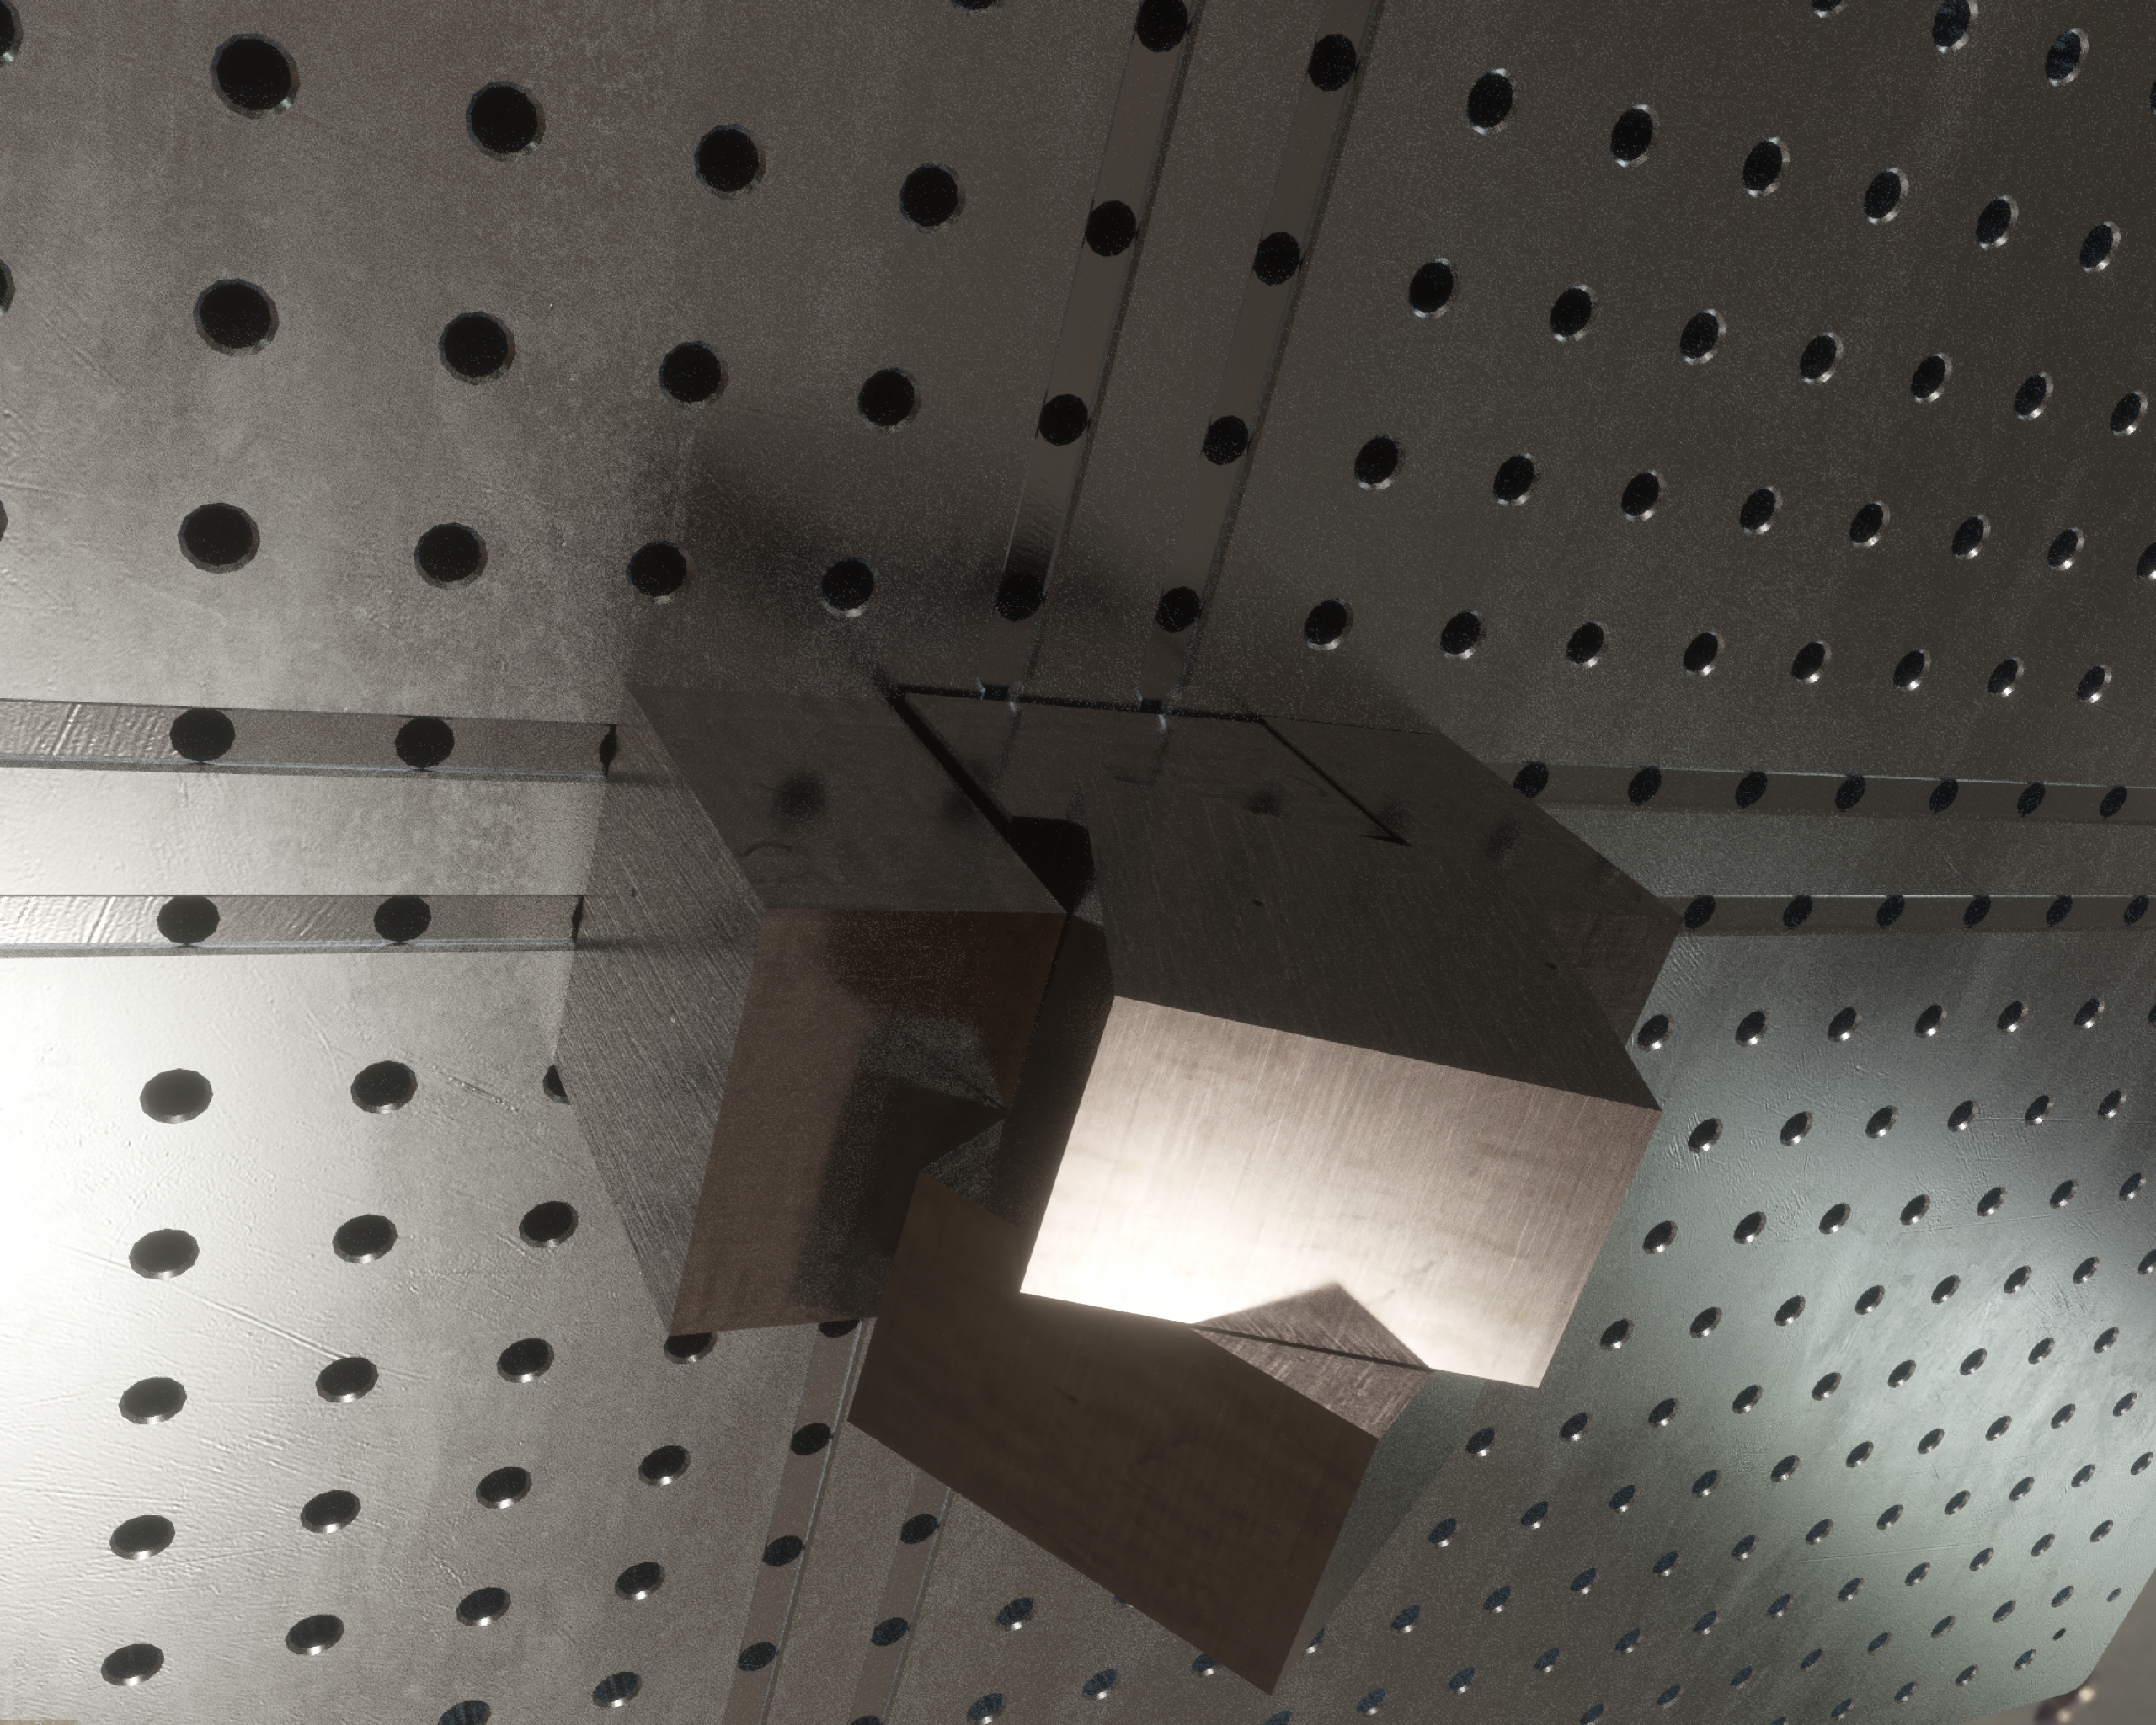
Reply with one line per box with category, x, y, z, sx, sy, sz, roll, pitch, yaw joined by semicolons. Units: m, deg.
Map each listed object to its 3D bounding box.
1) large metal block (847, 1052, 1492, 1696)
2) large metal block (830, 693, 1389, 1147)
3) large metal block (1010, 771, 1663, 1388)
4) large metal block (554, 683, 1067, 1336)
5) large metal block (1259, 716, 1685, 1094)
large metal block;0.022;0.077;0.350;0.080;0.080;0.050;-24;136;-57
large metal block;0.003;0.017;0.406;0.081;0.050;0.079;3;117;-30
large metal block;0.035;0.032;0.333;0.081;0.080;0.050;13;113;-10
large metal block;-0.051;0.023;0.363;0.050;0.080;0.079;2;118;-30
large metal block;0.065;0.025;0.428;0.050;0.080;0.079;4;117;-31
